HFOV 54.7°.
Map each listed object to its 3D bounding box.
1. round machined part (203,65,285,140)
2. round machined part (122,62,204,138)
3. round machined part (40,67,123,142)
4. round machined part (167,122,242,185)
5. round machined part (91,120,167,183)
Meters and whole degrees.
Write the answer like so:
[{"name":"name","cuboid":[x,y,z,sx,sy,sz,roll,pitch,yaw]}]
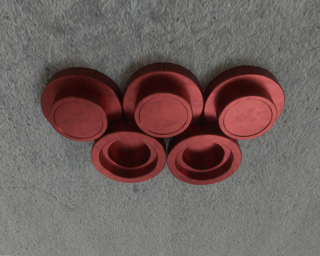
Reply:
[{"name":"round machined part","cuboid":[0.103,-0.024,0.379,0.099,0.042,0.097,-1,130,0]},{"name":"round machined part","cuboid":[0.004,-0.027,0.375,0.099,0.042,0.097,-1,130,0]},{"name":"round machined part","cuboid":[-0.095,-0.022,0.378,0.099,0.042,0.097,-1,130,0]},{"name":"round machined part","cuboid":[0.058,0.031,0.425,0.099,0.042,0.097,-1,130,0]},{"name":"round machined part","cuboid":[-0.041,0.027,0.420,0.099,0.042,0.097,-1,130,0]}]
